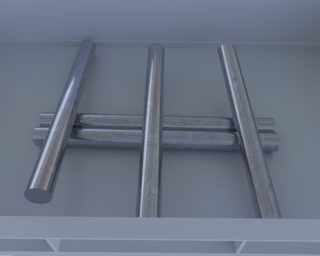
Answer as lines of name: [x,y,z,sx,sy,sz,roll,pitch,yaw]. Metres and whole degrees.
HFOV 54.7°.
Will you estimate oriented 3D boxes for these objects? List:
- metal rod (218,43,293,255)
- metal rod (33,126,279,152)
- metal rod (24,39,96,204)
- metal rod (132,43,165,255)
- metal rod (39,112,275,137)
metal rod: [0.105,0.015,0.363,0.025,0.025,0.299,-3,58,-3]
metal rod: [-0.005,0.014,0.392,0.302,0.025,0.025,1,50,0]
metal rod: [-0.116,-0.036,0.401,0.025,0.025,0.300,0,42,-1]
metal rod: [-0.009,-0.003,0.374,0.025,0.025,0.300,1,50,1]
metal rod: [-0.004,-0.005,0.408,0.302,0.025,0.025,1,50,0]
